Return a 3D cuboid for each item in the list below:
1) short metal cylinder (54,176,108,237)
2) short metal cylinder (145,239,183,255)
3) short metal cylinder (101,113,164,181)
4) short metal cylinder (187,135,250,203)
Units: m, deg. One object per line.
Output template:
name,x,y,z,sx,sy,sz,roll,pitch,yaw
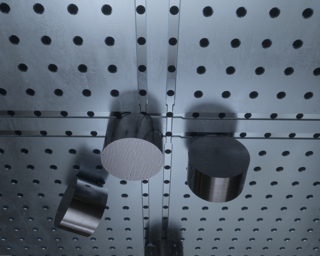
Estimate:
short metal cylinder,-0.121,0.121,0.477,0.050,0.080,0.080,26,125,-21
short metal cylinder,0.008,0.268,0.624,0.081,0.050,0.079,0,130,0
short metal cylinder,-0.035,0.026,0.417,0.081,0.050,0.079,0,130,0
short metal cylinder,0.078,0.054,0.422,0.081,0.080,0.050,-1,130,0
